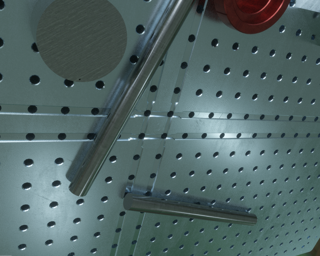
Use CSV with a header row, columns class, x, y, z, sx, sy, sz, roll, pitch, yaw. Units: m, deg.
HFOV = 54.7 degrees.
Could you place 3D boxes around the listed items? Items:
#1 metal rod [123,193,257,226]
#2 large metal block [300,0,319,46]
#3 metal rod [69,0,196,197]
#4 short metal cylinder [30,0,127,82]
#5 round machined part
class,x,y,z,sx,sy,sz,roll,pitch,yaw
metal rod,0.070,0.146,0.539,0.302,0.025,0.025,19,109,-36
large metal block,0.257,-0.165,0.433,0.080,0.050,0.080,-47,129,5
metal rod,-0.032,-0.043,0.366,0.025,0.025,0.298,20,107,-36
short metal cylinder,-0.078,-0.090,0.296,0.081,0.050,0.079,-14,124,-21
round machined part,0.103,-0.162,0.356,0.099,0.042,0.097,-14,124,-21
